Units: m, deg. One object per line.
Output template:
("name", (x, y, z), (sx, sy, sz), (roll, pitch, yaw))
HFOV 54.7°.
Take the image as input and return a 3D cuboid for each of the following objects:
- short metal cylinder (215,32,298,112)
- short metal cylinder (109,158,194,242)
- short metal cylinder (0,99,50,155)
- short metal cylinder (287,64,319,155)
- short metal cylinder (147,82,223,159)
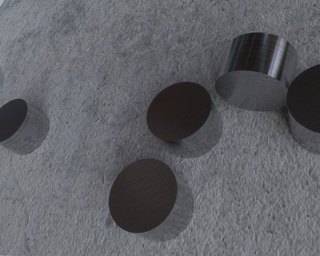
("short metal cylinder", (0.108, -0.060, 0.349), (0.080, 0.080, 0.050), (7, 65, 31))
("short metal cylinder", (-0.009, 0.080, 0.343), (0.080, 0.050, 0.080), (-13, 56, 21))
("short metal cylinder", (-0.232, -0.001, 0.511), (0.080, 0.050, 0.080), (-13, 56, 21))
("short metal cylinder", (0.170, -0.018, 0.307), (0.080, 0.050, 0.080), (-11, 59, 20))
("short metal cylinder", (0.031, -0.009, 0.377), (0.080, 0.050, 0.080), (-13, 56, 21))
